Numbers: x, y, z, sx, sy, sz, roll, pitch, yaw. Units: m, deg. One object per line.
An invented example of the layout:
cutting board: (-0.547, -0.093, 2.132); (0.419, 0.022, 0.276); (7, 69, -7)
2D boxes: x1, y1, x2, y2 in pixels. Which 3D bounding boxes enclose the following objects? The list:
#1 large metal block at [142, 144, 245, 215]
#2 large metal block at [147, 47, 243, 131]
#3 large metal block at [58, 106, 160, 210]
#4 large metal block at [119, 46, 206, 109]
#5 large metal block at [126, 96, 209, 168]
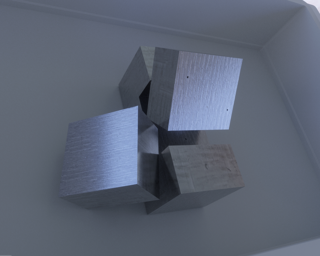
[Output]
large metal block: (0.033, 0.058, 0.351); (0.081, 0.080, 0.050); (0, 62, -29)
large metal block: (0.037, -0.043, 0.344); (0.081, 0.079, 0.050); (-1, 17, -29)
large metal block: (-0.048, 0.032, 0.313); (0.050, 0.080, 0.080); (51, 32, -54)
large metal block: (0.001, -0.057, 0.404); (0.081, 0.080, 0.050); (-1, 63, -29)
large metal block: (0.009, 0.008, 0.391); (0.081, 0.050, 0.080); (-1, 62, -29)
